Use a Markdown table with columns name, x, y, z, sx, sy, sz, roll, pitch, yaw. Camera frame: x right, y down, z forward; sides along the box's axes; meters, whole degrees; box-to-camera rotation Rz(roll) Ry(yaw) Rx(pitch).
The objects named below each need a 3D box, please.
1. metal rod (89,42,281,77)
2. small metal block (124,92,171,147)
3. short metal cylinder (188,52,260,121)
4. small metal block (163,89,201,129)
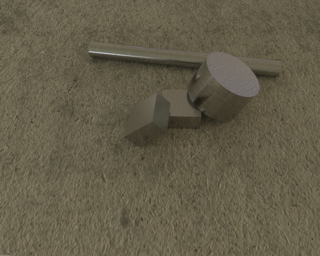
| name | x | y | z | sx | sy | sz | roll | pitch | yaw |
| --- | --- | --- | --- | --- | --- | --- | --- | --- | --- |
| metal rod | 0.036 | -0.111 | 0.496 | 0.302 | 0.025 | 0.025 | 7 | 50 | 5 |
| small metal block | -0.016 | -0.010 | 0.394 | 0.050 | 0.025 | 0.050 | -28 | 39 | 35 |
| short metal cylinder | 0.085 | -0.056 | 0.417 | 0.081 | 0.050 | 0.080 | 16 | 48 | -19 |
| small metal block | 0.029 | -0.026 | 0.426 | 0.050 | 0.025 | 0.050 | 2 | 50 | 1 |
